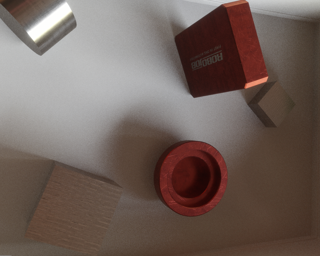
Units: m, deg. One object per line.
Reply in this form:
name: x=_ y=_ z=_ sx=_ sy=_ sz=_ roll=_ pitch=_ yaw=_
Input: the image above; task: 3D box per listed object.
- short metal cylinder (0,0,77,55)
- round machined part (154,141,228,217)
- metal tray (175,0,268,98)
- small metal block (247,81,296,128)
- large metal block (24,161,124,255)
short metal cylinder: x=-0.137 y=-0.125 z=0.331 sx=0.050 sy=0.080 sz=0.080 roll=-46 pitch=105 yaw=-14
round machined part: x=0.038 y=0.065 z=0.417 sx=0.099 sy=0.042 sz=0.097 roll=0 pitch=90 yaw=-21
metal tray: x=0.068 y=-0.089 z=0.381 sx=0.030 sy=0.130 sz=0.089 roll=-20 pitch=97 yaw=-19
small metal block: x=0.172 y=-0.036 z=0.476 sx=0.050 sy=0.025 sz=0.050 roll=47 pitch=75 yaw=-15
large metal block: x=-0.100 y=0.091 z=0.361 sx=0.080 sy=0.050 sz=0.080 roll=24 pitch=82 yaw=-19
